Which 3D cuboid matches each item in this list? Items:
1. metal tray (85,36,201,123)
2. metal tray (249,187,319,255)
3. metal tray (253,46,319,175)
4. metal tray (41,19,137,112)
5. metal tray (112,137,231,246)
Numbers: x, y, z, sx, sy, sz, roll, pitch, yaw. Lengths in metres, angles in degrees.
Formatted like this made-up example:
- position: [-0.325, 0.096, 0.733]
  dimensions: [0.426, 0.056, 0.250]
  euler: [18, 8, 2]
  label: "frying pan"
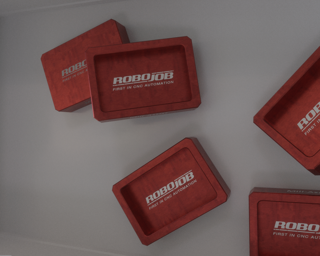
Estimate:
- position: [-0.021, -0.060, 0.388]
  dimensions: [0.131, 0.030, 0.089]
  euler: [-8, 87, -4]
  label: "metal tray"
- position: [0.169, 0.117, 0.347]
  dimensions: [0.130, 0.030, 0.089]
  euler: [-1, 90, 20]
  label: "metal tray"
- position: [0.175, -0.027, 0.324]
  dimensions: [0.130, 0.030, 0.090]
  euler: [-50, 46, 13]
  label: "metal tray"
- position: [-0.100, -0.085, 0.443]
  dimensions: [0.130, 0.030, 0.090]
  euler: [-20, 83, 18]
  label: "metal tray"
- position: [0.012, 0.082, 0.403]
  dimensions: [0.130, 0.030, 0.090]
  euler: [-35, 79, 16]
  label: "metal tray"
